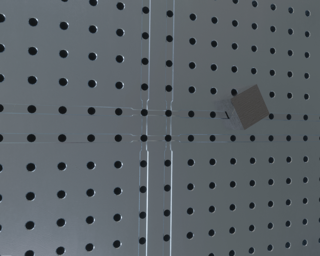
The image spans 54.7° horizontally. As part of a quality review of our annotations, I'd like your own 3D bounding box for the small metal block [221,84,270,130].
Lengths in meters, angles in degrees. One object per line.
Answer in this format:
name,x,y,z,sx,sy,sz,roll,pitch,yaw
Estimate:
small metal block,0.127,-0.031,0.459,0.050,0.025,0.050,-29,100,-18
